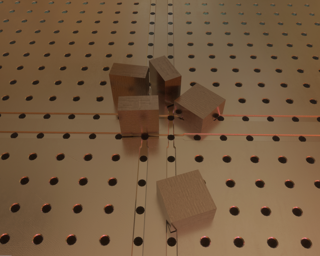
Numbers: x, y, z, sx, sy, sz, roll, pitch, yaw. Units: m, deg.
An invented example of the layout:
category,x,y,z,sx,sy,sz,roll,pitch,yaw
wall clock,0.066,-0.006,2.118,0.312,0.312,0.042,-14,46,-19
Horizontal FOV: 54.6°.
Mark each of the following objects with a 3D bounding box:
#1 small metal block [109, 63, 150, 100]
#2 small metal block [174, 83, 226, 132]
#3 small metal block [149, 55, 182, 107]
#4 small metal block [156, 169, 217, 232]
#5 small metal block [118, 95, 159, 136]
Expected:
category,x,y,z,sx,sy,sz,roll,pitch,yaw
small metal block,-0.042,-0.063,0.445,0.050,0.050,0.025,7,51,6
small metal block,0.055,-0.030,0.434,0.050,0.025,0.050,36,58,26
small metal block,0.007,-0.068,0.449,0.025,0.050,0.050,-21,53,-17
small metal block,0.028,0.079,0.342,0.050,0.025,0.050,-14,51,-12
small metal block,-0.027,-0.015,0.405,0.050,0.050,0.025,-2,50,-2
